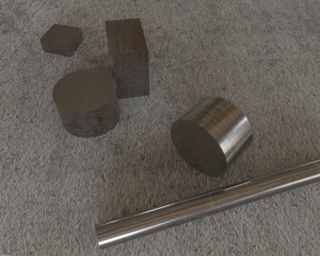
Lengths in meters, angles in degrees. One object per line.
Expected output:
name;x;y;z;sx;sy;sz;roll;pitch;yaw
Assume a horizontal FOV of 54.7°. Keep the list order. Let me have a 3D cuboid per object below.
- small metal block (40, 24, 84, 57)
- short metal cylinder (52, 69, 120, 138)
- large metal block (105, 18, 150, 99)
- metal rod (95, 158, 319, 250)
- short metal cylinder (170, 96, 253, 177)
small metal block;-0.166;-0.150;0.527;0.050;0.025;0.050;12;51;9
short metal cylinder;-0.096;-0.033;0.414;0.081;0.050;0.080;0;50;0
large metal block;-0.047;-0.101;0.452;0.050;0.080;0.080;-8;51;-7
metal rod;0.082;0.074;0.341;0.302;0.025;0.025;-14;52;-12
short metal cylinder;0.059;0.010;0.360;0.080;0.080;0.050;36;59;26
